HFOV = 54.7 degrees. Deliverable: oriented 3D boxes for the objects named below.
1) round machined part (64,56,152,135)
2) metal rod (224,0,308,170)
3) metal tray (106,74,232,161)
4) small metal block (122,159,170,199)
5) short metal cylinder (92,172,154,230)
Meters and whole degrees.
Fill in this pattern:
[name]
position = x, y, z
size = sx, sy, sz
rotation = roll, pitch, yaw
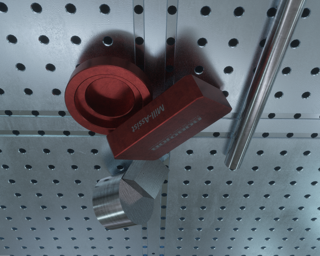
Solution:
[round machined part]
position = -0.058, -0.041, 0.365
size = 0.099, 0.042, 0.097
rotation = -1, 130, -1
[metal rod]
position = 0.123, -0.061, 0.361
size = 0.025, 0.025, 0.298
rotation = 4, 130, -4
[metal tray]
position = 0.012, -0.005, 0.373
size = 0.130, 0.030, 0.090
rotation = -35, 156, 25
[small metal block]
position = -0.019, 0.067, 0.448
size = 0.025, 0.050, 0.050
rotation = 0, 141, 44
[short metal cylinder]
position = -0.053, 0.107, 0.461
size = 0.050, 0.080, 0.080
rotation = -21, 128, 29
